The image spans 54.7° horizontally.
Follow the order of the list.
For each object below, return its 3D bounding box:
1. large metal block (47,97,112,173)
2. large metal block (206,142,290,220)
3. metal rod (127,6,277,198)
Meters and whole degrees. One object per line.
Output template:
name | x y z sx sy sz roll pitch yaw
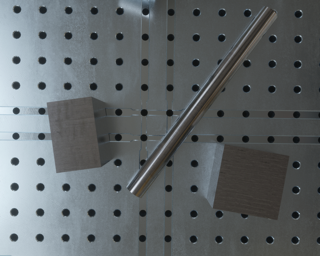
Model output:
large metal block | -0.096 0.007 0.385 0.050 0.080 0.080 -8 90 0
large metal block | 0.111 0.066 0.402 0.080 0.050 0.080 10 90 0
metal rod | 0.056 -0.034 0.413 0.025 0.025 0.299 37 90 0
